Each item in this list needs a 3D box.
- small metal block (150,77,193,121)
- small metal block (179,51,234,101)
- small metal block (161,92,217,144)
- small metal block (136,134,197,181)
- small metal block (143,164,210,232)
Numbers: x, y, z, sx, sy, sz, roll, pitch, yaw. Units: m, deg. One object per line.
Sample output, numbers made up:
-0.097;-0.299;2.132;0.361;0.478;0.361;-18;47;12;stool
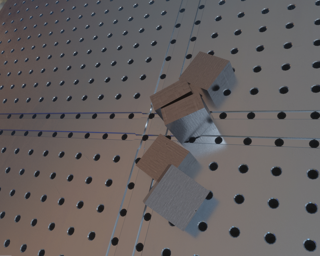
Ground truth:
0.022;-0.030;0.400;0.050;0.050;0.025;-28;52;11;small metal block
0.063;-0.071;0.420;0.050;0.025;0.050;30;78;37;small metal block
0.036;-0.011;0.381;0.050;0.050;0.025;-24;53;13;small metal block
0.007;0.042;0.379;0.050;0.025;0.050;31;79;38;small metal block
0.017;0.075;0.338;0.050;0.025;0.050;36;80;-1;small metal block
